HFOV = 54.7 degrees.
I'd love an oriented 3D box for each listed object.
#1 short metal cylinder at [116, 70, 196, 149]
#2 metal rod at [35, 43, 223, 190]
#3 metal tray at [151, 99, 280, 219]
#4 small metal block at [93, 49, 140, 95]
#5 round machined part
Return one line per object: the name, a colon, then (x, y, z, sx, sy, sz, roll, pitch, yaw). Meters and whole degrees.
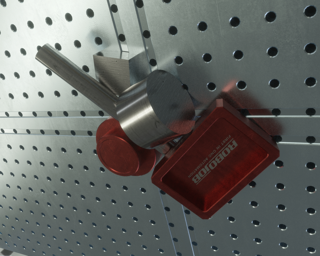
short metal cylinder: (-0.004, -0.021, 0.363, 0.050, 0.080, 0.080, -28, 103, 37)
metal rod: (-0.026, -0.003, 0.400, 0.301, 0.025, 0.025, 38, 129, -8)
metal tray: (0.063, 0.041, 0.372, 0.090, 0.030, 0.129, 37, 114, -7)
small metal block: (-0.054, -0.070, 0.395, 0.050, 0.025, 0.050, 12, 124, 21)
round machined part: (-0.051, 0.030, 0.443, 0.098, 0.042, 0.097, 13, 124, 20)
